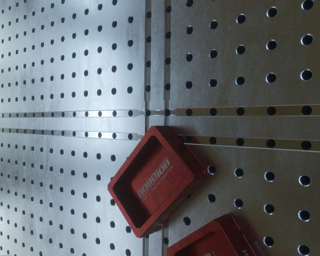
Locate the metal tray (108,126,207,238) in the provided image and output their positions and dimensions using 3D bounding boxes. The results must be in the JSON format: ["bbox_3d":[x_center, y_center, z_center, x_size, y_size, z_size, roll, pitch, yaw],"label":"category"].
[{"bbox_3d":[-0.009,0.071,0.411,0.090,0.030,0.129,52,120,27],"label":"metal tray"}]

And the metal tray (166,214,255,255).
[{"bbox_3d":[0.072,0.176,0.345,0.090,0.030,0.130,-44,64,31],"label":"metal tray"}]
